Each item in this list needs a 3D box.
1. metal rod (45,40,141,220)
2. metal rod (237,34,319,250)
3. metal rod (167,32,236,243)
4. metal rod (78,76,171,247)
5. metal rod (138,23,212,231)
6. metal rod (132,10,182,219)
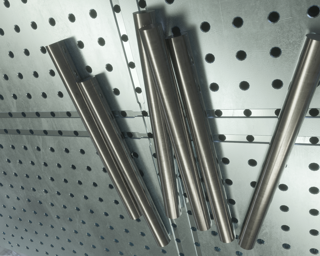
[{"bbox_3d":[-0.091,0.016,0.469,0.025,0.025,0.299,-8,115,32],"label":"metal rod"},{"bbox_3d":[0.135,0.041,0.365,0.025,0.025,0.298,18,126,18],"label":"metal rod"},{"bbox_3d":[0.059,0.029,0.398,0.025,0.025,0.299,-3,117,30],"label":"metal rod"},{"bbox_3d":[-0.047,0.063,0.475,0.025,0.025,0.299,-9,114,32],"label":"metal rod"},{"bbox_3d":[0.028,0.020,0.395,0.025,0.025,0.299,0,123,28],"label":"metal rod"},{"bbox_3d":[0.002,0.002,0.411,0.025,0.025,0.298,6,121,25],"label":"metal rod"}]
